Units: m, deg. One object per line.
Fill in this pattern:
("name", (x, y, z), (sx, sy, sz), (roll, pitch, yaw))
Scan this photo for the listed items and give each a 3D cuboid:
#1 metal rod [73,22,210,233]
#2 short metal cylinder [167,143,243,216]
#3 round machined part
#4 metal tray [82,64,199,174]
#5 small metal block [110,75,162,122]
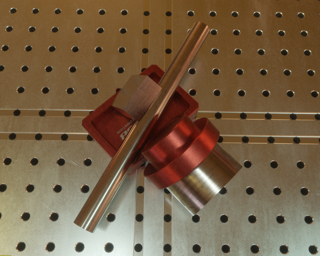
("metal rod", (-0.013, -0.015, 0.385), (0.025, 0.025, 0.300), (27, 72, 9))
("short metal cylinder", (0.049, 0.056, 0.361), (0.080, 0.080, 0.050), (-42, 76, -14))
("round machined part", (0.017, 0.020, 0.355), (0.098, 0.098, 0.042), (-44, 98, -15))
("metal tray", (-0.024, -0.013, 0.413), (0.130, 0.030, 0.090), (-41, 76, -14))
("small metal block", (-0.031, -0.039, 0.389), (0.025, 0.050, 0.050), (39, 82, -27))
